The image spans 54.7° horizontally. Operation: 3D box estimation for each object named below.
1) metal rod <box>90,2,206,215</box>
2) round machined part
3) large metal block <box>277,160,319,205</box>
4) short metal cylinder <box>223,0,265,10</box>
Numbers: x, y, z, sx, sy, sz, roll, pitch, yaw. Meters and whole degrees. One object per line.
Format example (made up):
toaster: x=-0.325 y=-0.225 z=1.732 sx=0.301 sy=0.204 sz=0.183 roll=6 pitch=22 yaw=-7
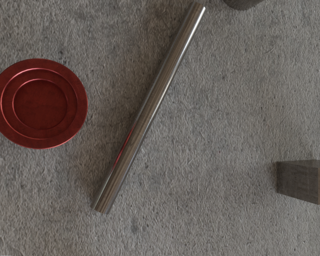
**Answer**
metal rod: x=-0.011 y=-0.032 z=0.404 sx=0.025 sy=0.025 sz=0.299 roll=28 pitch=81 yaw=-18
round machined part: x=-0.134 y=-0.026 z=0.350 sx=0.099 sy=0.042 sz=0.097 roll=0 pitch=90 yaw=-20
large metal block: x=0.237 y=0.078 z=0.468 sx=0.081 sy=0.080 sz=0.050 roll=0 pitch=90 yaw=-20
short metal cylinder: x=0.127 y=-0.217 z=0.443 sx=0.081 sy=0.050 sz=0.080 roll=0 pitch=90 yaw=-20
